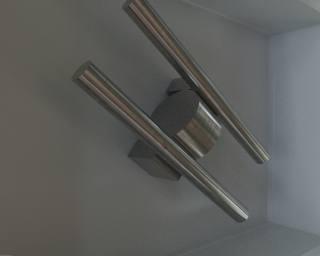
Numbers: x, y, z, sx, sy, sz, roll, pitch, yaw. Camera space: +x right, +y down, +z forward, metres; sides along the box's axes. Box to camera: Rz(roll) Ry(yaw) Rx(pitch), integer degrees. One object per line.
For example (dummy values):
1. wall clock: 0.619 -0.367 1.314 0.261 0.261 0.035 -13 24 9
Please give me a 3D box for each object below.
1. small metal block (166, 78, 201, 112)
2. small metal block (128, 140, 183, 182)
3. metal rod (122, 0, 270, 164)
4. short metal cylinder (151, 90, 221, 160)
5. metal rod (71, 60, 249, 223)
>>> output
1. small metal block: 0.045 -0.045 0.428 0.050 0.050 0.025 44 63 -32
2. small metal block: -0.003 0.041 0.387 0.050 0.050 0.025 44 63 -32
3. metal rod: 0.063 -0.043 0.395 0.300 0.025 0.025 43 64 -32
4. short metal cylinder: 0.030 -0.003 0.396 0.050 0.080 0.080 44 63 -32
5. metal rod: 0.021 0.035 0.361 0.300 0.025 0.025 43 64 -31
